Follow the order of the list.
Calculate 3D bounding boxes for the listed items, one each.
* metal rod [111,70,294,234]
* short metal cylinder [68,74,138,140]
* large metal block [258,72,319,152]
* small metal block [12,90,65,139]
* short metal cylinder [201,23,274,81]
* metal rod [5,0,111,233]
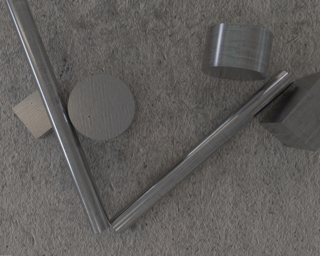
[{"bbox_3d":[0.055,0.031,0.410,0.300,0.025,0.025,-41,90,0],"label":"metal rod"},{"bbox_3d":[-0.070,-0.025,0.397,0.081,0.050,0.080,0,90,0],"label":"short metal cylinder"},{"bbox_3d":[0.180,-0.020,0.384,0.050,0.080,0.080,41,90,0],"label":"large metal block"},{"bbox_3d":[-0.154,-0.020,0.409,0.050,0.025,0.050,-38,90,0],"label":"small metal block"},{"bbox_3d":[0.095,-0.091,0.383,0.080,0.080,0.050,9,90,0],"label":"short metal cylinder"},{"bbox_3d":[-0.124,-0.011,0.384,0.025,0.025,0.298,-19,96,0],"label":"metal rod"}]
